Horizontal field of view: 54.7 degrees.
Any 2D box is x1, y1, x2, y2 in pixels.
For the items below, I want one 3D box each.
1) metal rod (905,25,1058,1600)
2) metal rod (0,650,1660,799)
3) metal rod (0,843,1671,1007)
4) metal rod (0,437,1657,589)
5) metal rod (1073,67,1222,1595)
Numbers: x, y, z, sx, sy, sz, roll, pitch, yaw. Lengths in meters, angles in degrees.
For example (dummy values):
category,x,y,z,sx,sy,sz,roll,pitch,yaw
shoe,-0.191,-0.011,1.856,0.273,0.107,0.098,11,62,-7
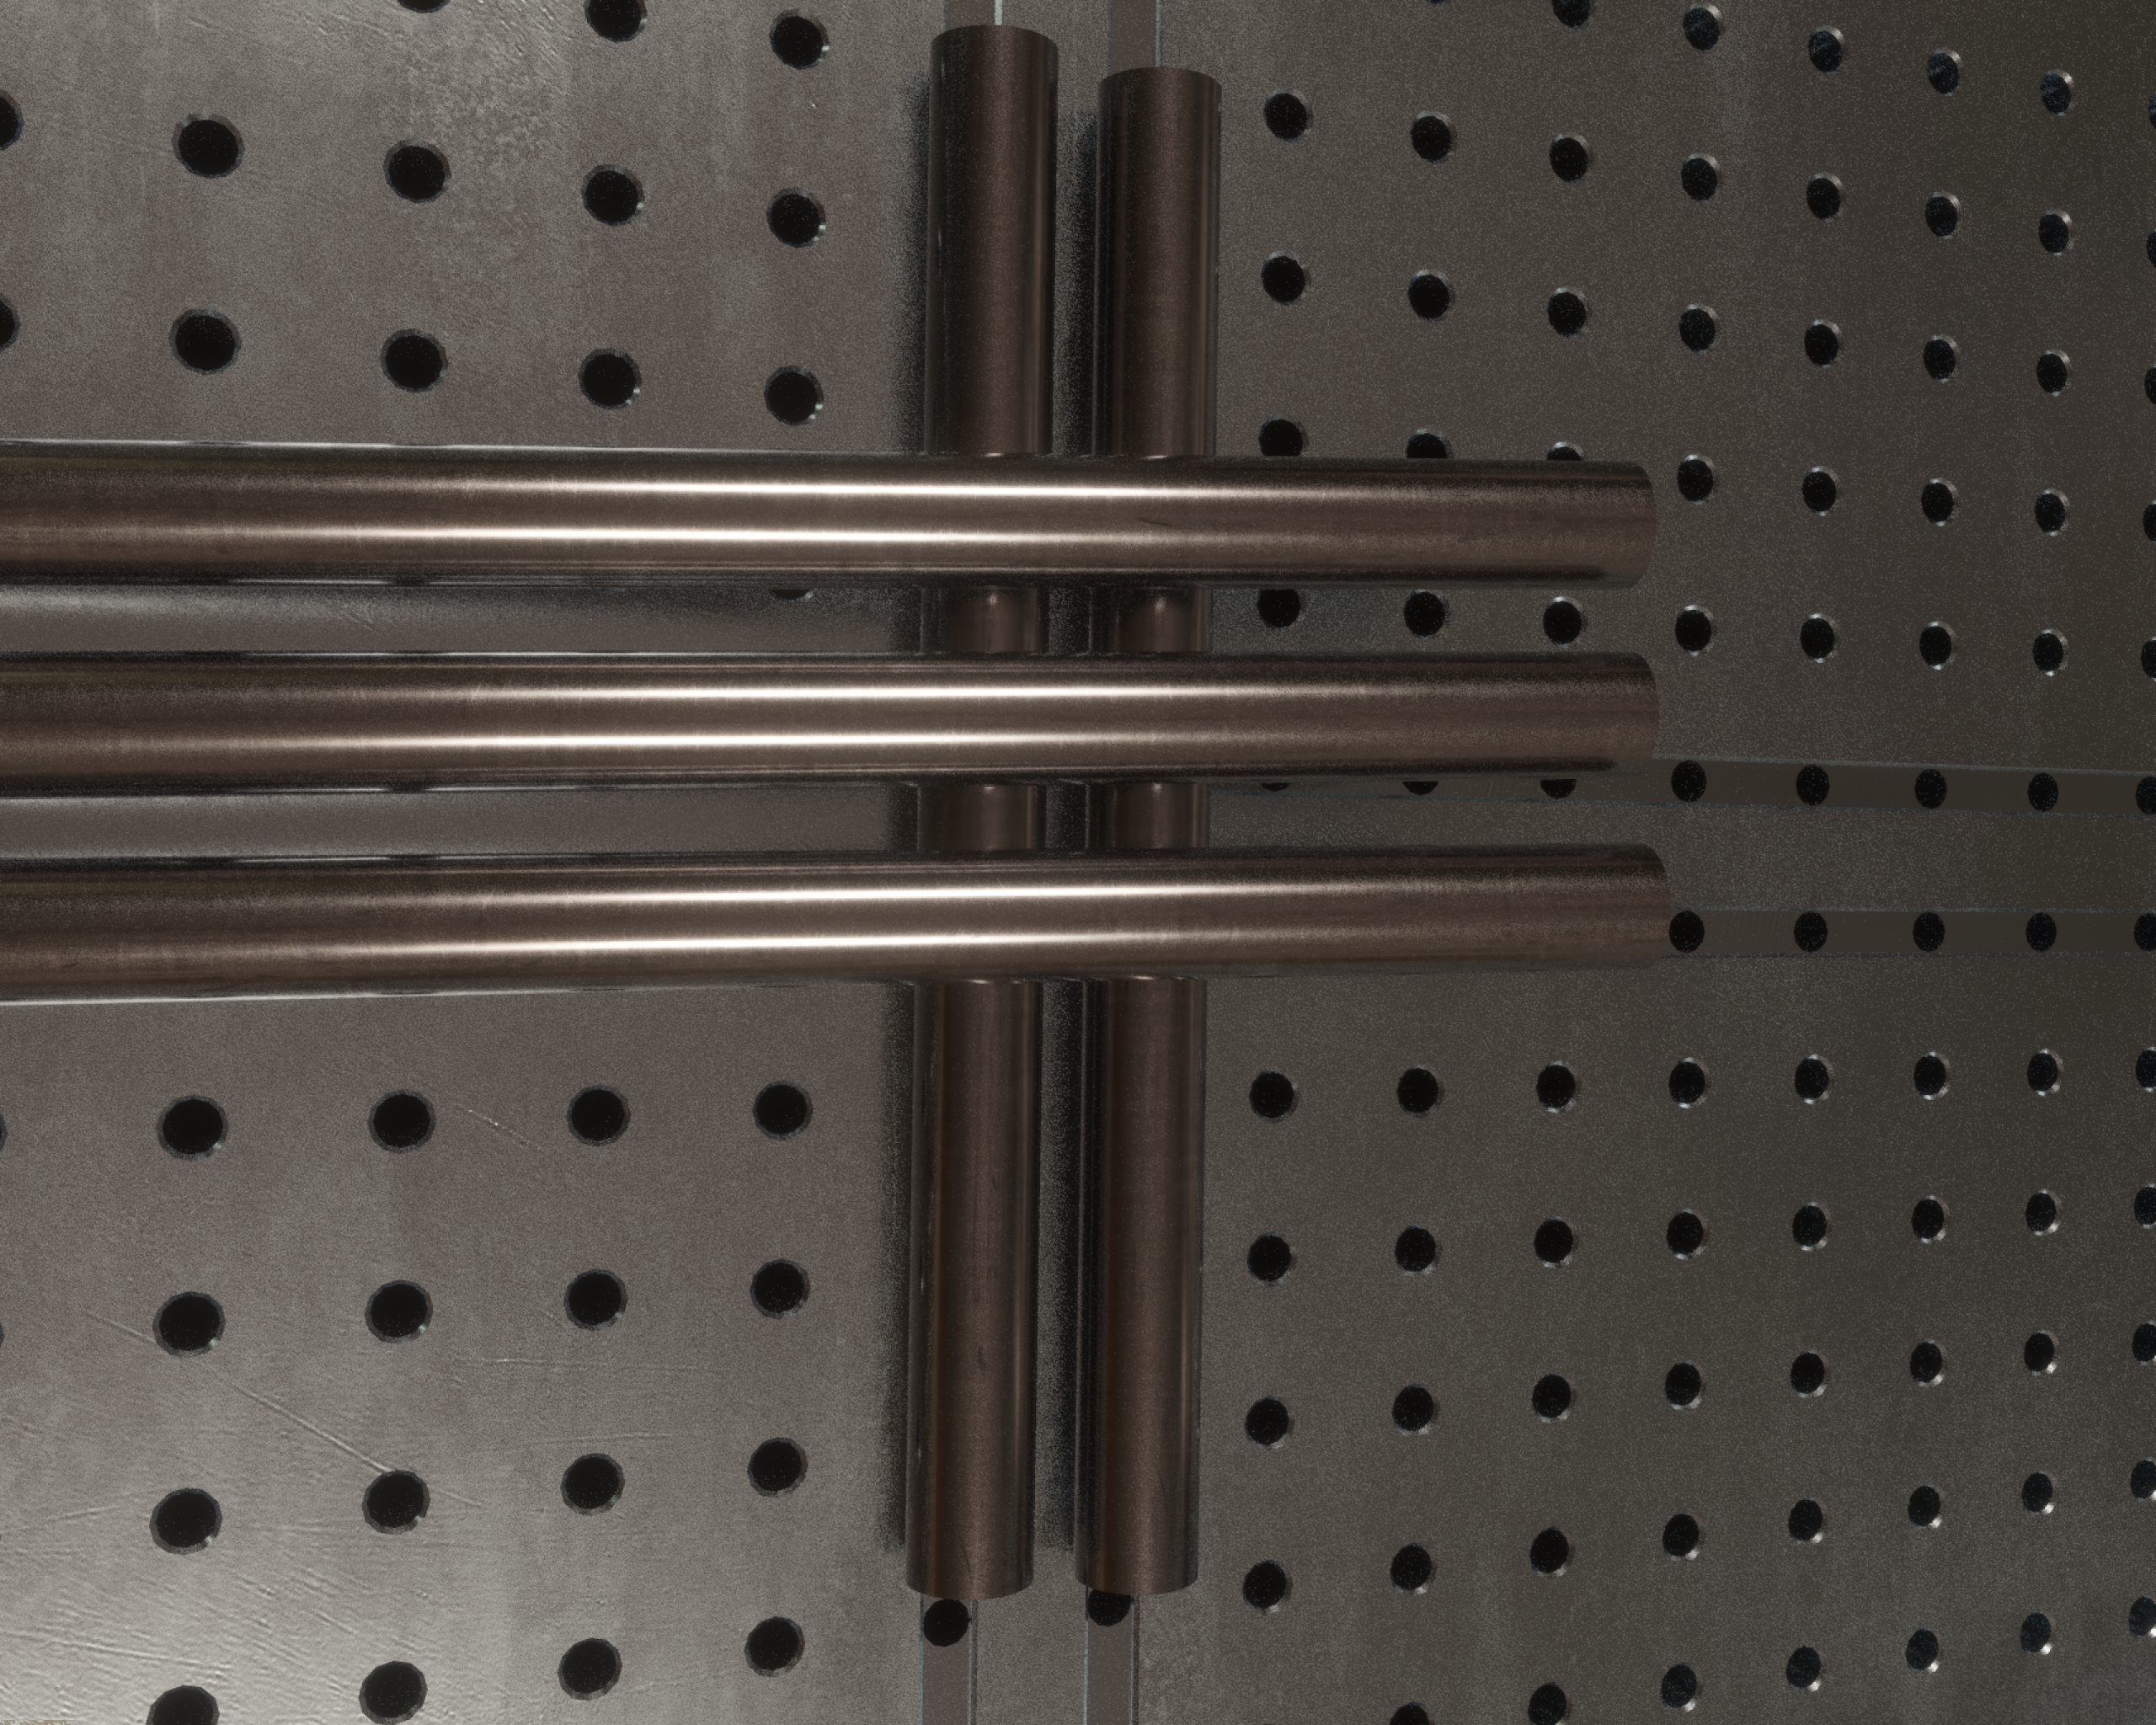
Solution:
category,x,y,z,sx,sy,sz,roll,pitch,yaw
metal rod,-0.019,-0.010,0.407,0.025,0.025,0.298,1,90,-20
metal rod,-0.039,-0.026,0.377,0.302,0.025,0.025,-1,91,-12
metal rod,-0.038,0.010,0.377,0.302,0.025,0.025,-1,90,-12
metal rod,-0.040,-0.062,0.376,0.302,0.025,0.025,-2,91,-12
metal rod,0.014,-0.006,0.419,0.025,0.025,0.298,1,90,-20
